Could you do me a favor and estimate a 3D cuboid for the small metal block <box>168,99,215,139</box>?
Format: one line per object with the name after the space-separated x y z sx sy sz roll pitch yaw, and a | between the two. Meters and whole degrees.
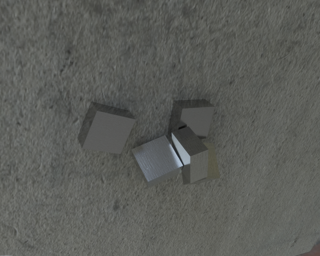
0.042 -0.011 0.425 0.050 0.025 0.050 -5 121 -26 | small metal block

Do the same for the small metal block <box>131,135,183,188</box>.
-0.004 0.044 0.414 0.050 0.050 0.025 -23 154 -15 | small metal block

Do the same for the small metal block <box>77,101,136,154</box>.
-0.065 0.001 0.373 0.050 0.025 0.050 13 112 -34 | small metal block

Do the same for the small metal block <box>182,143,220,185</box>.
0.055 0.051 0.441 0.025 0.050 0.050 4 160 -33 | small metal block

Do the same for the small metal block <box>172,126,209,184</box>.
0.039 0.035 0.403 0.025 0.050 0.050 -19 132 -16 | small metal block
